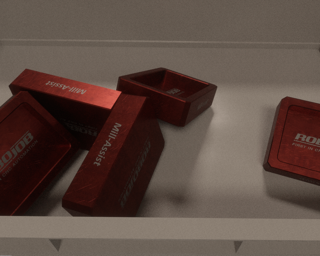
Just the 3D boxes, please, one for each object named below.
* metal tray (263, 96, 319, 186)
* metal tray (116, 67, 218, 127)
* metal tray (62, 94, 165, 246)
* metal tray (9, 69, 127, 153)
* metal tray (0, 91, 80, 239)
[{"bbox_3d":[0.198,0.022,0.362,0.131,0.030,0.090,15,76,12],"label":"metal tray"},{"bbox_3d":[0.013,-0.046,0.399,0.090,0.030,0.131,22,23,17],"label":"metal tray"},{"bbox_3d":[-0.038,0.041,0.317,0.030,0.090,0.130,10,56,21],"label":"metal tray"},{"bbox_3d":[-0.104,-0.015,0.373,0.131,0.089,0.030,15,50,11],"label":"metal tray"},{"bbox_3d":[-0.159,0.036,0.324,0.030,0.090,0.130,-7,41,50],"label":"metal tray"}]
